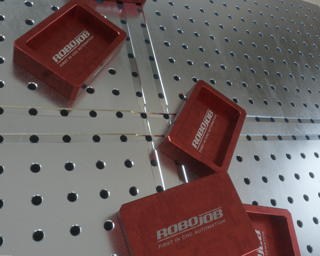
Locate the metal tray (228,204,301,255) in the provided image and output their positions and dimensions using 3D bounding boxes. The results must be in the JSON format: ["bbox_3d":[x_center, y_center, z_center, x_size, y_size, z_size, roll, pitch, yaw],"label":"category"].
[{"bbox_3d":[0.127,0.162,0.373,0.091,0.030,0.130,12,57,-21],"label":"metal tray"}]

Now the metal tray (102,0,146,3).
[{"bbox_3d":[-0.088,-0.254,0.511,0.131,0.030,0.090,-10,67,-32],"label":"metal tray"}]

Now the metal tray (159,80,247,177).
[{"bbox_3d":[0.065,0.001,0.438,0.090,0.030,0.130,34,51,-6],"label":"metal tray"}]

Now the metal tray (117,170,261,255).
[{"bbox_3d":[0.030,0.108,0.333,0.131,0.030,0.090,-15,69,-18],"label":"metal tray"}]

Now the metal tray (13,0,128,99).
[{"bbox_3d":[-0.113,-0.109,0.409,0.090,0.030,0.130,35,51,-5],"label":"metal tray"}]
